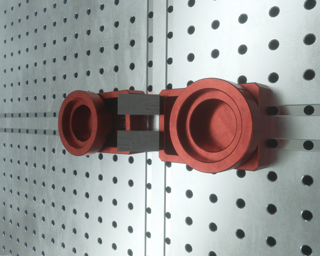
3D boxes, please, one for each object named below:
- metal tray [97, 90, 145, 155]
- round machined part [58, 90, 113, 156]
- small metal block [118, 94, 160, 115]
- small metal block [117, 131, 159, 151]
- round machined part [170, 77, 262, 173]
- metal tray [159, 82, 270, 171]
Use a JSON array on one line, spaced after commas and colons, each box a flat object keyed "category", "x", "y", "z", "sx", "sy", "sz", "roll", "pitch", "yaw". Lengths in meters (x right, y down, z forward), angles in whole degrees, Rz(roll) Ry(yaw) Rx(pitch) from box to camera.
[{"category": "metal tray", "x": -0.081, "y": -0.008, "z": 0.474, "sx": 0.130, "sy": 0.030, "sz": 0.089, "roll": -1, "pitch": 92, "yaw": 40}, {"category": "round machined part", "x": -0.110, "y": -0.007, "z": 0.473, "sx": 0.098, "sy": 0.042, "sz": 0.097, "roll": 0, "pitch": 90, "yaw": 40}, {"category": "small metal block", "x": -0.028, "y": -0.029, "z": 0.398, "sx": 0.050, "sy": 0.050, "sz": 0.025, "roll": -172, "pitch": 82, "yaw": -84}, {"category": "small metal block", "x": -0.028, "y": 0.015, "z": 0.397, "sx": 0.050, "sy": 0.050, "sz": 0.025, "roll": -172, "pitch": 82, "yaw": -84}, {"category": "round machined part", "x": 0.061, "y": -0.003, "z": 0.331, "sx": 0.098, "sy": 0.042, "sz": 0.097, "roll": 0, "pitch": 90, "yaw": 40}, {"category": "metal tray", "x": 0.058, "y": -0.002, "z": 0.359, "sx": 0.130, "sy": 0.030, "sz": 0.089, "roll": 1, "pitch": 91, "yaw": 40}]
